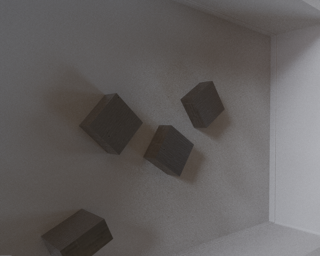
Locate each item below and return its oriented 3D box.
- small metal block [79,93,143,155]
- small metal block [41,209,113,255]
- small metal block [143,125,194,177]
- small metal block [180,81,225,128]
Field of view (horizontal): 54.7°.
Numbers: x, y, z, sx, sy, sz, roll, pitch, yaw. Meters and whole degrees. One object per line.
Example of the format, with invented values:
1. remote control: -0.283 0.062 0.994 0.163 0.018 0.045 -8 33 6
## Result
1. small metal block: -0.056 -0.004 0.360 0.050 0.025 0.050 49 61 -29
2. small metal block: -0.086 0.113 0.319 0.050 0.050 0.025 -31 110 -36
3. small metal block: 0.013 0.031 0.417 0.050 0.025 0.050 40 66 -33
4. small metal block: 0.064 -0.035 0.460 0.050 0.025 0.050 -42 116 -32
